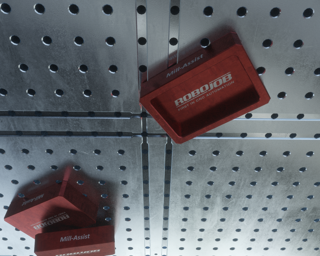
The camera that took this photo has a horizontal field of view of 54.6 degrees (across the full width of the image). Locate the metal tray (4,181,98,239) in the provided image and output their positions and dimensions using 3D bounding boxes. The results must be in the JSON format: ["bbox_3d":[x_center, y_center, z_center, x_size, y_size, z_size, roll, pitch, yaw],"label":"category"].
[{"bbox_3d":[-0.185,0.147,0.532,0.130,0.030,0.090,-24,126,19],"label":"metal tray"}]

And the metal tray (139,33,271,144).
[{"bbox_3d":[0.052,-0.041,0.373,0.130,0.030,0.090,-27,125,21],"label":"metal tray"}]

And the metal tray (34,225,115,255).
[{"bbox_3d":[-0.148,0.210,0.557,0.131,0.030,0.090,-4,145,-11],"label":"metal tray"}]
